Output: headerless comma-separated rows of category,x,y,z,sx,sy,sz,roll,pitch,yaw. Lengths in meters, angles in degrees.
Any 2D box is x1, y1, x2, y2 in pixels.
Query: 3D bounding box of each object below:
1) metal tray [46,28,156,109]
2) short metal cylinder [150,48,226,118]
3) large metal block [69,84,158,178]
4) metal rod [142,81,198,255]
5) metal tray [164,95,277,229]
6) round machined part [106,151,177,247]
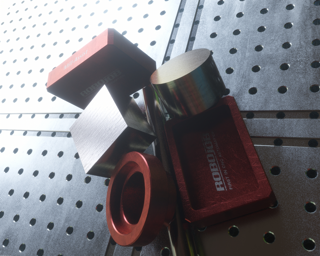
metal tray,-0.081,-0.071,0.430,0.130,0.090,0.030,-25,53,31
short metal cylinder,0.034,-0.056,0.385,0.080,0.050,0.080,-24,27,13
large metal block,-0.062,0.006,0.393,0.080,0.050,0.080,-48,49,18
metal rod,0.003,0.023,0.387,0.025,0.025,0.299,-23,53,14
metal tray,0.061,0.034,0.347,0.090,0.030,0.130,-22,53,14
round machined part,-0.018,0.077,0.337,0.098,0.042,0.098,-27,56,50
